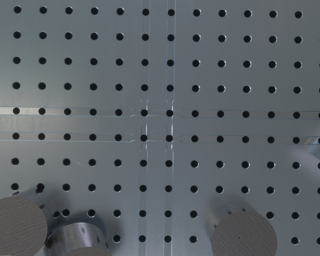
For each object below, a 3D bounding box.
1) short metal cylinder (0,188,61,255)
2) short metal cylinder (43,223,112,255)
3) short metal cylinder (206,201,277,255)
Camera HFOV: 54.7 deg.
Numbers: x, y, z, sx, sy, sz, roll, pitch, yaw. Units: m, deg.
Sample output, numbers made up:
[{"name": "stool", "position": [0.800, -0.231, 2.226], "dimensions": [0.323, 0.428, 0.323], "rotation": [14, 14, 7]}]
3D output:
[{"name": "short metal cylinder", "position": [-0.176, 0.122, 0.399], "dimensions": [0.081, 0.050, 0.079], "rotation": [0, 90, 0]}, {"name": "short metal cylinder", "position": [-0.101, 0.166, 0.384], "dimensions": [0.081, 0.050, 0.079], "rotation": [-8, 110, -22]}, {"name": "short metal cylinder", "position": [0.103, 0.141, 0.402], "dimensions": [0.081, 0.050, 0.079], "rotation": [0, 90, 0]}]
